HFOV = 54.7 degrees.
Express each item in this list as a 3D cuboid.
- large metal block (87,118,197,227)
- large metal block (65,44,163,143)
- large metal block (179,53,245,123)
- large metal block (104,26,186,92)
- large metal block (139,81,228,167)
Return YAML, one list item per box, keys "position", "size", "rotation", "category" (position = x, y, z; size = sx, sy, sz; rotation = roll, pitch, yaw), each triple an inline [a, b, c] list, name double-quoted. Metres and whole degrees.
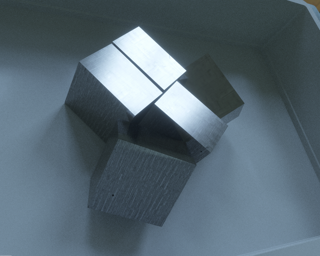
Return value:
- position: [-0.021, 0.046, 0.322]
  size: [0.080, 0.079, 0.050]
  rotation: [20, 19, -17]
  category: "large metal block"
- position: [-0.057, -0.035, 0.361]
  size: [0.080, 0.080, 0.050]
  rotation: [44, 51, 2]
  category: "large metal block"
- position: [0.067, -0.043, 0.424]
  size: [0.050, 0.080, 0.080]
  rotation: [-33, 77, 3]
  category: "large metal block"
- position: [-0.027, -0.065, 0.394]
  size: [0.080, 0.080, 0.050]
  rotation: [44, 51, 1]
  category: "large metal block"
- position: [0.020, 0.004, 0.378]
  size: [0.080, 0.080, 0.050]
  rotation: [41, 51, -1]
  category: "large metal block"
